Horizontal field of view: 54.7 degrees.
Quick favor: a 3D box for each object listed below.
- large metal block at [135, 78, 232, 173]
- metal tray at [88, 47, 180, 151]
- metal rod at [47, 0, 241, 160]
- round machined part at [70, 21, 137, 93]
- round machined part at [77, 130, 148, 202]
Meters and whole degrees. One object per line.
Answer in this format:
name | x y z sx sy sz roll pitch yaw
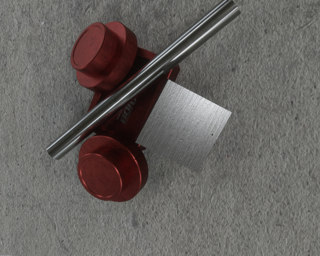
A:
large metal block | 0.026 -0.005 0.372 0.080 0.050 0.080 27 99 -7
metal tray | -0.040 -0.043 0.421 0.090 0.030 0.129 26 98 18
metal rod | -0.032 -0.053 0.390 0.300 0.025 0.025 -37 78 16
round machined part | -0.080 -0.098 0.408 0.098 0.042 0.098 -19 59 34
round machined part | -0.068 0.056 0.407 0.098 0.042 0.097 10 115 23
